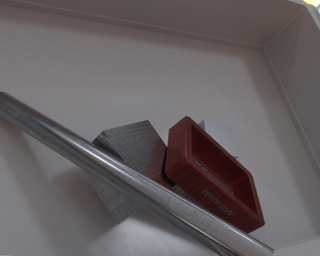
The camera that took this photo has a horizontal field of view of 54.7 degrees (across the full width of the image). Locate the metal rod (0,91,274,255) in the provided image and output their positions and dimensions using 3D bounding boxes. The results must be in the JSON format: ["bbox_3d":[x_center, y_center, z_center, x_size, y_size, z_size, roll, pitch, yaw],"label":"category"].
[{"bbox_3d":[-0.047,0.036,0.280,0.301,0.025,0.025,27,47,21],"label":"metal rod"}]

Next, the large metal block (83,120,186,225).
[{"bbox_3d":[-0.028,0.043,0.332,0.080,0.050,0.080,55,29,11],"label":"large metal block"}]

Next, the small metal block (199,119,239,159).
[{"bbox_3d":[0.080,0.020,0.438,0.050,0.025,0.050,12,57,-22],"label":"small metal block"}]

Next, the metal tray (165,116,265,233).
[{"bbox_3d":[0.064,0.055,0.365,0.130,0.030,0.090,41,27,-19],"label":"metal tray"}]
